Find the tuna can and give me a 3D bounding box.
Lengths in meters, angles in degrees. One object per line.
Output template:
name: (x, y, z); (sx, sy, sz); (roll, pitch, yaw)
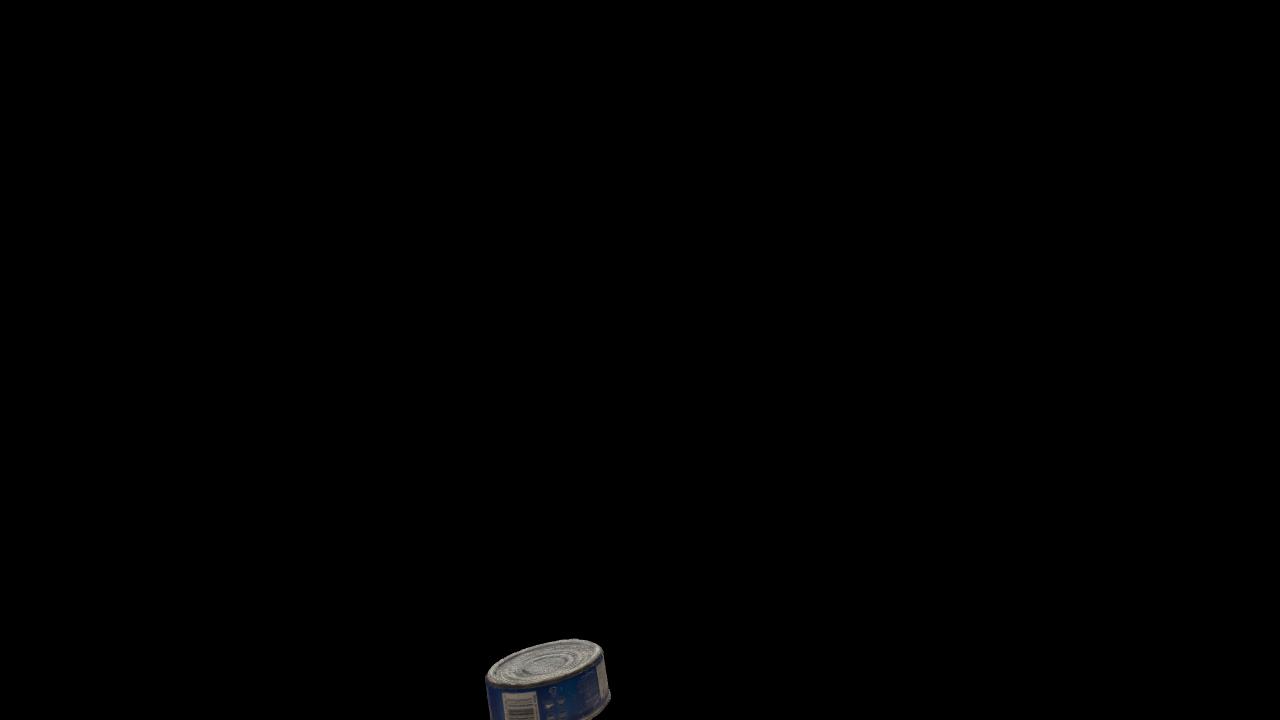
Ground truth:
tuna can: (-0.064, 0.225, 0.428); (0.084, 0.034, 0.084); (-10, -7, -1)
